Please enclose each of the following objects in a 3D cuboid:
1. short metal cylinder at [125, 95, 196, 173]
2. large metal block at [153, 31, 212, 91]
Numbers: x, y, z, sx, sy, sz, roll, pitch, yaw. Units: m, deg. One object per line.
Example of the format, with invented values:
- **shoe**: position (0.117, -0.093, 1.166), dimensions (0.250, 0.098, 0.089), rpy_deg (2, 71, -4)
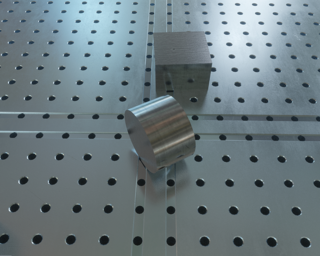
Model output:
- **short metal cylinder**: position (-0.001, 0.007, 0.366), dimensions (0.050, 0.080, 0.080), rpy_deg (-24, 54, -19)
- **large metal block**: position (0.032, -0.104, 0.479), dimensions (0.081, 0.050, 0.080), rpy_deg (-2, 50, -2)
